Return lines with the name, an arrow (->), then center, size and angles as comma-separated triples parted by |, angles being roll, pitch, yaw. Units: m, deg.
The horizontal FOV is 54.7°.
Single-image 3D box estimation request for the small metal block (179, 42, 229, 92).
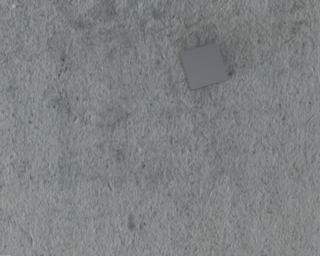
small metal block -> 0.057, -0.080, 0.411 | 0.050, 0.025, 0.050 | -16, 90, -1
